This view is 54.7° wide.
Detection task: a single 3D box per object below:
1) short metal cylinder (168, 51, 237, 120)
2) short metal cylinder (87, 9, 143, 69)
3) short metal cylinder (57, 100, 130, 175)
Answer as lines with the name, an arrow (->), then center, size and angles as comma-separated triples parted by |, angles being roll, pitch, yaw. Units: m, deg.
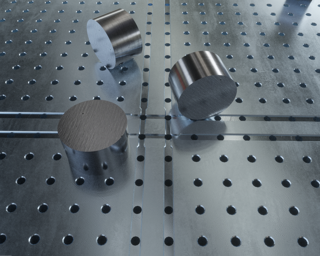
short metal cylinder -> 0.057, -0.057, 0.420 | 0.081, 0.080, 0.050 | -10, 51, -9
short metal cylinder -> -0.072, -0.140, 0.489 | 0.050, 0.080, 0.080 | -32, 57, -24
short metal cylinder -> -0.079, 0.011, 0.381 | 0.081, 0.050, 0.080 | 0, 50, 0
